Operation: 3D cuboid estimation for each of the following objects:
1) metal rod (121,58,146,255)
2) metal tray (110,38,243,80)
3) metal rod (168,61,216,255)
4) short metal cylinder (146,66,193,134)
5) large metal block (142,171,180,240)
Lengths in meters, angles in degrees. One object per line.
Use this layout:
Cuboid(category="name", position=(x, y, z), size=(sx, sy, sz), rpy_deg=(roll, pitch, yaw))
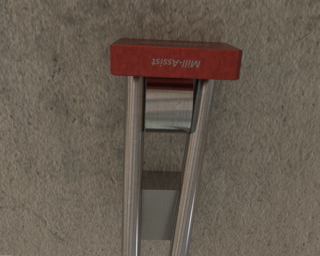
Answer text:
Cuboid(category="metal rod", position=(-0.033, 0.060, 0.384), size=(0.025, 0.025, 0.298), rpy_deg=(2, 95, -1))
Cuboid(category="metal tray", position=(0.016, -0.079, 0.347), size=(0.131, 0.090, 0.030), rpy_deg=(2, 110, -1))
Cuboid(category="metal rod", position=(0.038, 0.063, 0.385), size=(0.025, 0.025, 0.298), rpy_deg=(8, 95, -3))
Cuboid(category="short metal cylinder", position=(0.009, -0.033, 0.370), size=(0.050, 0.080, 0.079), rpy_deg=(2, 110, -2))
Cuboid(category="large metal block", position=(0.002, 0.108, 0.435), size=(0.081, 0.050, 0.079), rpy_deg=(2, 110, -1))
